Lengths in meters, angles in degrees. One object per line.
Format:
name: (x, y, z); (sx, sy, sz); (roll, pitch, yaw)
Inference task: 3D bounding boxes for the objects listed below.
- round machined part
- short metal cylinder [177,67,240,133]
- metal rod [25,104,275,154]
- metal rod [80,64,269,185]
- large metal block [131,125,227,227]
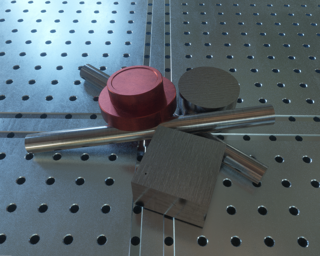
round machined part: (-0.029, -0.044, 0.389); (0.099, 0.042, 0.098); (-4, 41, 4)
short metal cylinder: (0.064, -0.039, 0.424); (0.081, 0.050, 0.080); (0, 50, 0)
metal rod: (-0.014, 0.002, 0.382); (0.302, 0.025, 0.025); (-7, 50, 3)
metal rod: (0.003, -0.016, 0.421); (0.300, 0.025, 0.025); (31, 57, 23)
large metal block: (0.022, 0.052, 0.345); (0.080, 0.050, 0.080); (16, 52, 12)
